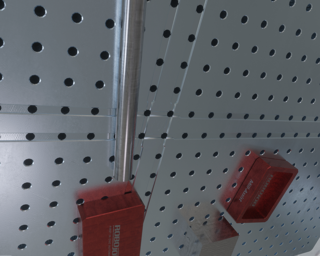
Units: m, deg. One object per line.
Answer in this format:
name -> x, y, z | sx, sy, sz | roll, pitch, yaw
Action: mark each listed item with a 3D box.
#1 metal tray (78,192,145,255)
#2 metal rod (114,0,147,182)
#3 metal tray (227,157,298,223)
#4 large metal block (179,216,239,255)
metal tray -> -0.074, 0.164, 0.469 | 0.091, 0.030, 0.129 | -8, 122, -25
metal rod -> -0.034, -0.064, 0.352 | 0.025, 0.025, 0.298 | -7, 122, -25
metal tray -> 0.194, 0.121, 0.588 | 0.091, 0.030, 0.129 | 10, 113, -33
large metal block -> 0.091, 0.220, 0.581 | 0.081, 0.050, 0.079 | -4, 120, -27
